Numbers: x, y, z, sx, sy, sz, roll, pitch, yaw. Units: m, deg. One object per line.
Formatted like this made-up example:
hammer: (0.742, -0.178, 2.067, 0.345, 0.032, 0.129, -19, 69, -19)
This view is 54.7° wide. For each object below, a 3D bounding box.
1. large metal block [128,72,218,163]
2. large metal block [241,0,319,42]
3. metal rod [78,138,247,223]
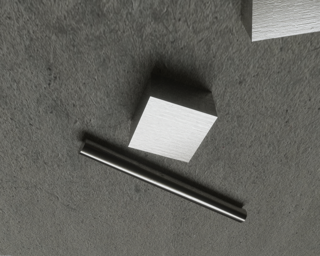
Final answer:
large metal block: (0.013, -0.011, 0.382, 0.081, 0.050, 0.079, 16, 128, -14)
large metal block: (0.119, -0.132, 0.280, 0.080, 0.050, 0.080, -8, 130, 6)
metal rod: (0.017, 0.088, 0.482, 0.301, 0.025, 0.025, 27, 125, -22)
